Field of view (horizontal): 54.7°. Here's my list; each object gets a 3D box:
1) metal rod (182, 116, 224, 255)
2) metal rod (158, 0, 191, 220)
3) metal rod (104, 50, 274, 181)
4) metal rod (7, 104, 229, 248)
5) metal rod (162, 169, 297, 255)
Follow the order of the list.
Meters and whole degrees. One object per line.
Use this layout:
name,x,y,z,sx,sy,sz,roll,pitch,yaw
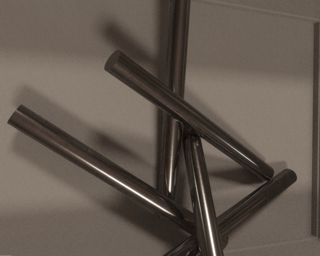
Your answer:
metal rod,0.052,0.106,0.351,0.025,0.025,0.299,6,57,-20
metal rod,0.017,-0.028,0.390,0.025,0.025,0.298,-1,101,-20
metal rod,0.058,0.001,0.391,0.301,0.025,0.025,33,79,-33
metal rod,-0.037,0.068,0.371,0.301,0.025,0.025,35,79,-15
metal rod,0.092,0.118,0.399,0.302,0.025,0.025,-20,98,-37
